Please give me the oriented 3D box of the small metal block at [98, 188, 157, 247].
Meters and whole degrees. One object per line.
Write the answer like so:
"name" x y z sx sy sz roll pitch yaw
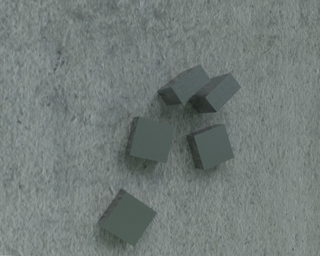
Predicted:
"small metal block" -0.041 0.113 0.395 0.050 0.025 0.050 38 78 -16

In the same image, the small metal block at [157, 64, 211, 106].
"small metal block" 0.030 -0.055 0.408 0.050 0.050 0.025 -38 103 -16

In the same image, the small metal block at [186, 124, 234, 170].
"small metal block" 0.071 0.026 0.437 0.050 0.025 0.050 -20 97 -19

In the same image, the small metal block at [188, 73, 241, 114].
"small metal block" 0.074 -0.046 0.424 0.050 0.050 0.025 -44 104 -15

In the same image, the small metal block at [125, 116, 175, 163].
"small metal block" -0.013 0.015 0.405 0.050 0.025 0.050 15 85 -20
